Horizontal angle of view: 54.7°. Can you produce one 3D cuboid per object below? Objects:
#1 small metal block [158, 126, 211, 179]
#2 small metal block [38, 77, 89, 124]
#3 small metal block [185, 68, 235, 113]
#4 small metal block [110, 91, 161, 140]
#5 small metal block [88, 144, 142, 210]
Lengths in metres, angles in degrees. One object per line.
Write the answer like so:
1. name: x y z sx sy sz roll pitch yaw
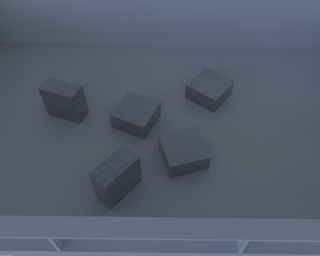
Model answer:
1. small metal block: 0.029 0.029 0.381 0.050 0.025 0.050 -12 51 -10
2. small metal block: -0.129 -0.037 0.419 0.050 0.050 0.025 16 52 13
3. small metal block: 0.072 -0.056 0.453 0.050 0.025 0.050 31 56 23
4. small metal block: -0.032 -0.018 0.420 0.050 0.025 0.050 20 53 16
5. small metal block: -0.047 0.055 0.343 0.025 0.050 0.050 34 58 25
